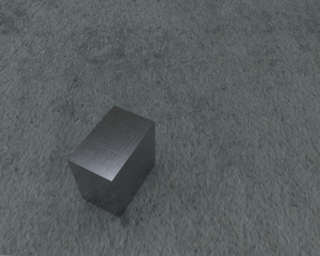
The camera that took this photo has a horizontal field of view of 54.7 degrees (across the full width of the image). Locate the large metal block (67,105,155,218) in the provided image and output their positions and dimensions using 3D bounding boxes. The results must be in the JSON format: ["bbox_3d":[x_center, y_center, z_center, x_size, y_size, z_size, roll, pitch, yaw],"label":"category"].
[{"bbox_3d":[-0.046,0.037,0.336,0.050,0.080,0.080,22,53,17],"label":"large metal block"}]
